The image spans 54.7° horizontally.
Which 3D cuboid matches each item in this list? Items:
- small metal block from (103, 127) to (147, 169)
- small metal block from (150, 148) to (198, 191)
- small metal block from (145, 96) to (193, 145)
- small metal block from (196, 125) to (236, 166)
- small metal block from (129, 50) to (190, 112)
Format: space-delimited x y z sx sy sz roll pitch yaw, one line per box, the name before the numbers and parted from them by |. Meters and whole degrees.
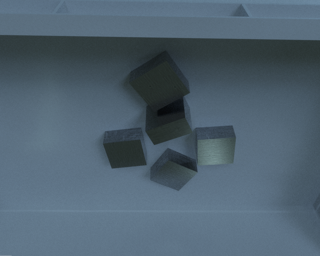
small metal block | -0.047 0.028 0.433 0.050 0.025 0.050 -6 130 5
small metal block | 0.020 0.063 0.463 0.050 0.025 0.050 25 126 -20
small metal block | 0.011 -0.011 0.383 0.050 0.050 0.025 -19 128 15
small metal block | 0.077 0.025 0.432 0.050 0.025 0.050 -4 130 2
small metal block | 0.000 -0.054 0.363 0.050 0.025 0.050 -27 125 21
